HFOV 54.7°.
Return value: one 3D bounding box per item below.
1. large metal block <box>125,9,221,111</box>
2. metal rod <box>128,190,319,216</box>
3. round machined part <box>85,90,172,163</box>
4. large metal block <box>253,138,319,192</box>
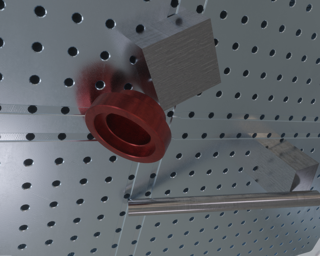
[{"bbox_3d":[0.017,-0.078,0.356,0.080,0.050,0.080,-27,128,-11],"label":"large metal block"},{"bbox_3d":[0.103,0.116,0.479,0.302,0.025,0.025,-1,121,-7],"label":"metal rod"},{"bbox_3d":[-0.032,-0.006,0.356,0.098,0.098,0.042,60,44,-39],"label":"round machined part"},{"bbox_3d":[0.216,0.076,0.541,0.050,0.080,0.079,-12,124,-22],"label":"large metal block"}]
